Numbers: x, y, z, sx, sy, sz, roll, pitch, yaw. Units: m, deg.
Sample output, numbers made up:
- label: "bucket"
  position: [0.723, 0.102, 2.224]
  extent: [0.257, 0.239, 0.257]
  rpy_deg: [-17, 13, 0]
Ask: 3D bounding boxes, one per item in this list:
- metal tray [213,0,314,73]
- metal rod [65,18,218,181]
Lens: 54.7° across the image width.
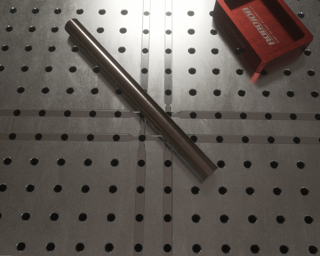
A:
- label: "metal tray"
  position: [0.152, -0.157, 0.468]
  extent: [0.090, 0.030, 0.130]
  rpy_deg: [-27, 72, -10]
- label: "metal rod"
  position: [-0.034, -0.048, 0.428]
  extent: [0.025, 0.025, 0.300]
  rpy_deg: [-39, 75, -13]
